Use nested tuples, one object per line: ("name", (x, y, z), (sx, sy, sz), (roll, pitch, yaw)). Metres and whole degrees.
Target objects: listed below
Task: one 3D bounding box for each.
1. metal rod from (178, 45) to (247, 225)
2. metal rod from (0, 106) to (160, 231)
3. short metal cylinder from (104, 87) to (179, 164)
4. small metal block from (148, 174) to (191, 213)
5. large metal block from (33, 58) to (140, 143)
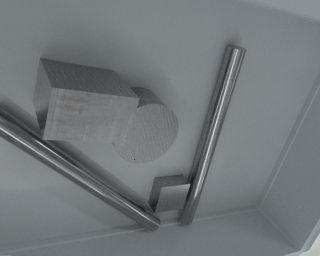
("metal rod", (0.072, 0.026, 0.466), (0.025, 0.025, 0.298), (-3, 120, -28))
("metal rod", (-0.089, 0.071, 0.404), (0.025, 0.025, 0.300), (-43, 130, 1))
("short metal cylinder", (-0.025, -0.004, 0.378), (0.081, 0.050, 0.079), (-14, 125, -21))
("small metal block", (0.014, 0.102, 0.481), (0.050, 0.025, 0.050), (-1, 119, -28))
("large metal block", (-0.078, -0.028, 0.314), (0.081, 0.080, 0.050), (4, 116, -31))
